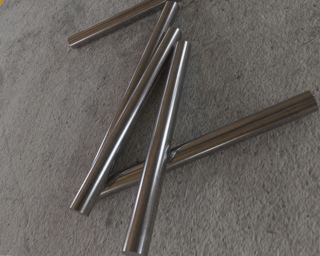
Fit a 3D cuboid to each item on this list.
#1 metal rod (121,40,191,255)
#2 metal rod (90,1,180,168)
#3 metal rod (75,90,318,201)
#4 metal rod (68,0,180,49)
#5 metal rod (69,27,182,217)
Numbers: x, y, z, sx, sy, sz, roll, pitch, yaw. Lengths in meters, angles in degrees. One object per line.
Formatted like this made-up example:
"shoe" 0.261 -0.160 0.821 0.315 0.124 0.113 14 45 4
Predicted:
"metal rod" 0.005 -0.001 0.374 0.025 0.025 0.300 -6 51 25
"metal rod" -0.030 -0.073 0.464 0.025 0.025 0.300 8 65 31
"metal rod" 0.031 0.030 0.368 0.300 0.025 0.025 -24 53 13
"metal rod" -0.032 -0.210 0.549 0.301 0.025 0.025 -19 54 16
"metal rod" -0.035 -0.026 0.418 0.025 0.025 0.300 8 60 32
